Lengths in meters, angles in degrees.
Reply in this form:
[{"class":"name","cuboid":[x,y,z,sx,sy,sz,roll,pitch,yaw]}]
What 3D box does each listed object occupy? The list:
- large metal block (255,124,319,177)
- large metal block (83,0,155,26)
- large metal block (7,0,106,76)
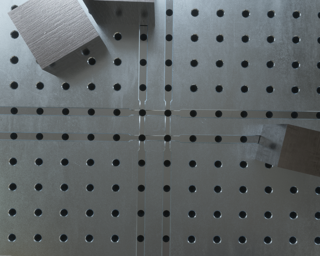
[{"class":"large metal block","cuboid":[0.177,0.029,0.388,0.080,0.080,0.050,13,90,-1]},{"class":"large metal block","cuboid":[-0.046,-0.167,0.385,0.081,0.080,0.050,2,90,-1]},{"class":"large metal block","cuboid":[-0.129,-0.126,0.399,0.080,0.050,0.080,-31,90,0]}]
